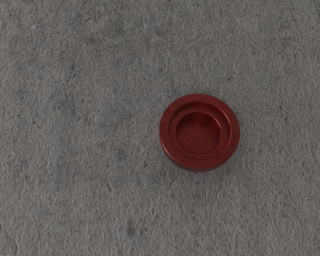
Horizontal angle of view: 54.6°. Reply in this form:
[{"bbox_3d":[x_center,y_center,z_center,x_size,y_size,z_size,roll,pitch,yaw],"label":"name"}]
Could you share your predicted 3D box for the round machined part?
[{"bbox_3d":[0.048,0.009,0.396,0.099,0.042,0.098,0,70,0],"label":"round machined part"}]
